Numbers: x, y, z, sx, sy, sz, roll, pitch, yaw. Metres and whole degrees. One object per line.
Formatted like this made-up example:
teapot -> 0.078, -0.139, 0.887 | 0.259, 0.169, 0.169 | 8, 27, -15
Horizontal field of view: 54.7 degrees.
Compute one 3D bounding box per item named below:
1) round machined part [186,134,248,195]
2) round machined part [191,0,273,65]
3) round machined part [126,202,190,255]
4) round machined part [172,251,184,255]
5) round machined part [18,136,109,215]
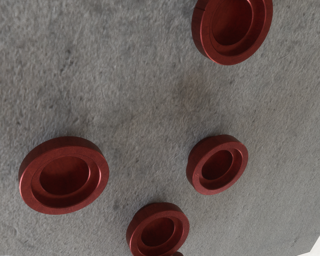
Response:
round machined part -> 0.083, 0.051, 0.475 | 0.099, 0.042, 0.097 | -14, 125, -21
round machined part -> 0.079, -0.127, 0.362 | 0.099, 0.042, 0.097 | -14, 125, -21
round machined part -> -0.007, 0.157, 0.486 | 0.099, 0.042, 0.097 | -10, 116, -21
round machined part -> -0.005, 0.235, 0.517 | 0.099, 0.098, 0.042 | -26, 93, -12
round machined part -> -0.114, 0.051, 0.366 | 0.099, 0.042, 0.097 | -14, 125, -21
